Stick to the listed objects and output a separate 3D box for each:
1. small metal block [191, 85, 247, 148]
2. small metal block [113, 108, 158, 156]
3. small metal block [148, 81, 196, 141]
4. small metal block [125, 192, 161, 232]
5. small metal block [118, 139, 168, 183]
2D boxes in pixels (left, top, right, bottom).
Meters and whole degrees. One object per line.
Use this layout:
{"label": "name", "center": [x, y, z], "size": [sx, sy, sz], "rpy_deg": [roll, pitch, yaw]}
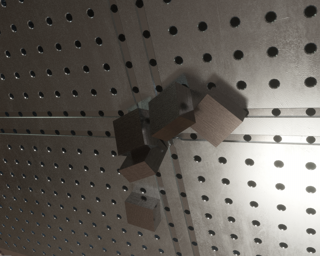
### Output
{"label": "small metal block", "center": [0.065, -0.013, 0.368], "size": [0.050, 0.025, 0.050], "rpy_deg": [39, 129, 1]}
{"label": "small metal block", "center": [-0.034, 0.007, 0.416], "size": [0.050, 0.025, 0.050], "rpy_deg": [-24, 69, 36]}
{"label": "small metal block", "center": [0.013, -0.019, 0.372], "size": [0.025, 0.050, 0.050], "rpy_deg": [21, 139, -36]}
{"label": "small metal block", "center": [-0.028, 0.137, 0.509], "size": [0.050, 0.025, 0.050], "rpy_deg": [11, 123, 22]}
{"label": "small metal block", "center": [-0.023, 0.044, 0.431], "size": [0.050, 0.050, 0.025], "rpy_deg": [-24, 115, 36]}
